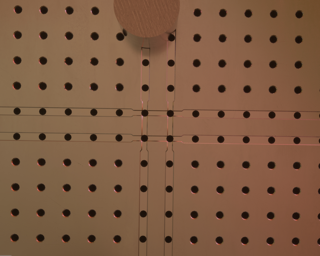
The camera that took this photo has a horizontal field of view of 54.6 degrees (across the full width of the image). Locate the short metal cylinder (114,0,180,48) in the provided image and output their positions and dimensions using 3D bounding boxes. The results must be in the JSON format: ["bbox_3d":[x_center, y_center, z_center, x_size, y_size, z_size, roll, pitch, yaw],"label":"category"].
[{"bbox_3d":[-0.016,-0.150,0.401,0.080,0.050,0.080,0,90,0],"label":"short metal cylinder"}]
